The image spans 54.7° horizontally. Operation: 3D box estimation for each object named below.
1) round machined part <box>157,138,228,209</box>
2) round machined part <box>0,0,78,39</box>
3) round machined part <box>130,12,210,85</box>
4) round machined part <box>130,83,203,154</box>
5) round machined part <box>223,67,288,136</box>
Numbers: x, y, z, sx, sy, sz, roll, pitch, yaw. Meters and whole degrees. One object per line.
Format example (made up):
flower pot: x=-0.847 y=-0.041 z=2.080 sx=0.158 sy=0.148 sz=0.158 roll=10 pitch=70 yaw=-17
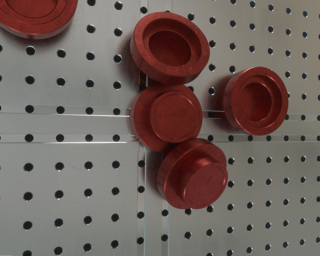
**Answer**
round machined part: x=0.049 y=0.066 z=0.403 sx=0.099 sy=0.042 sz=0.097 roll=-14 pitch=120 yaw=-26
round machined part: x=-0.145 y=-0.149 z=0.350 sx=0.099 sy=0.042 sz=0.097 roll=0 pitch=90 yaw=-21
round machined part: x=0.010 y=-0.096 z=0.396 sx=0.099 sy=0.042 sz=0.098 roll=7 pitch=64 yaw=-15
round machined part: x=0.013 y=-0.015 z=0.410 sx=0.099 sy=0.042 sz=0.097 roll=0 pitch=90 yaw=-20
round machined part: x=0.135 y=-0.038 z=0.455 sx=0.099 sy=0.042 sz=0.097 roll=0 pitch=90 yaw=-21
